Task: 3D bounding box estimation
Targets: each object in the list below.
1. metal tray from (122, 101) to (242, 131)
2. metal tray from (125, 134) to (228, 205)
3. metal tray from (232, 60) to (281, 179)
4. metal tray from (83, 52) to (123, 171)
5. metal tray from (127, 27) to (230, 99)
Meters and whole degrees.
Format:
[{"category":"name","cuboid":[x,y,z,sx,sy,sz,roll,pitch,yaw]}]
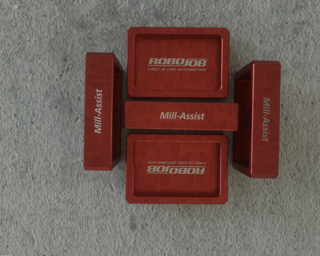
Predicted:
[{"category":"metal tray","cuboid":[0.024,-0.014,0.380,0.131,0.090,0.030,1,92,0]},{"category":"metal tray","cuboid":[0.022,0.053,0.410,0.131,0.030,0.089,1,89,0]},{"category":"metal tray","cuboid":[0.115,-0.010,0.379,0.030,0.090,0.129,1,90,0]},{"category":"metal tray","cuboid":[-0.067,-0.019,0.378,0.030,0.090,0.129,1,91,0]},{"category":"metal tray","cuboid":[0.023,-0.084,0.409,0.131,0.030,0.089,0,93,0]}]
